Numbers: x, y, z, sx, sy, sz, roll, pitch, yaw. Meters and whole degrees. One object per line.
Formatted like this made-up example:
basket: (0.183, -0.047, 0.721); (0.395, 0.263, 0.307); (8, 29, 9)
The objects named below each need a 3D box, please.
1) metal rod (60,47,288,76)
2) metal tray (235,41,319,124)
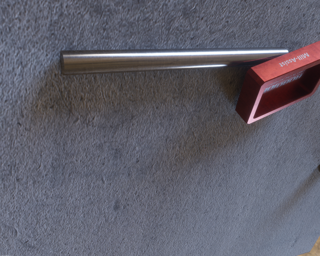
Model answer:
metal rod: (0.037, -0.084, 0.376); (0.303, 0.025, 0.025); (-8, 122, -25)
metal tray: (0.178, -0.064, 0.444); (0.131, 0.030, 0.090); (-23, 148, -15)
